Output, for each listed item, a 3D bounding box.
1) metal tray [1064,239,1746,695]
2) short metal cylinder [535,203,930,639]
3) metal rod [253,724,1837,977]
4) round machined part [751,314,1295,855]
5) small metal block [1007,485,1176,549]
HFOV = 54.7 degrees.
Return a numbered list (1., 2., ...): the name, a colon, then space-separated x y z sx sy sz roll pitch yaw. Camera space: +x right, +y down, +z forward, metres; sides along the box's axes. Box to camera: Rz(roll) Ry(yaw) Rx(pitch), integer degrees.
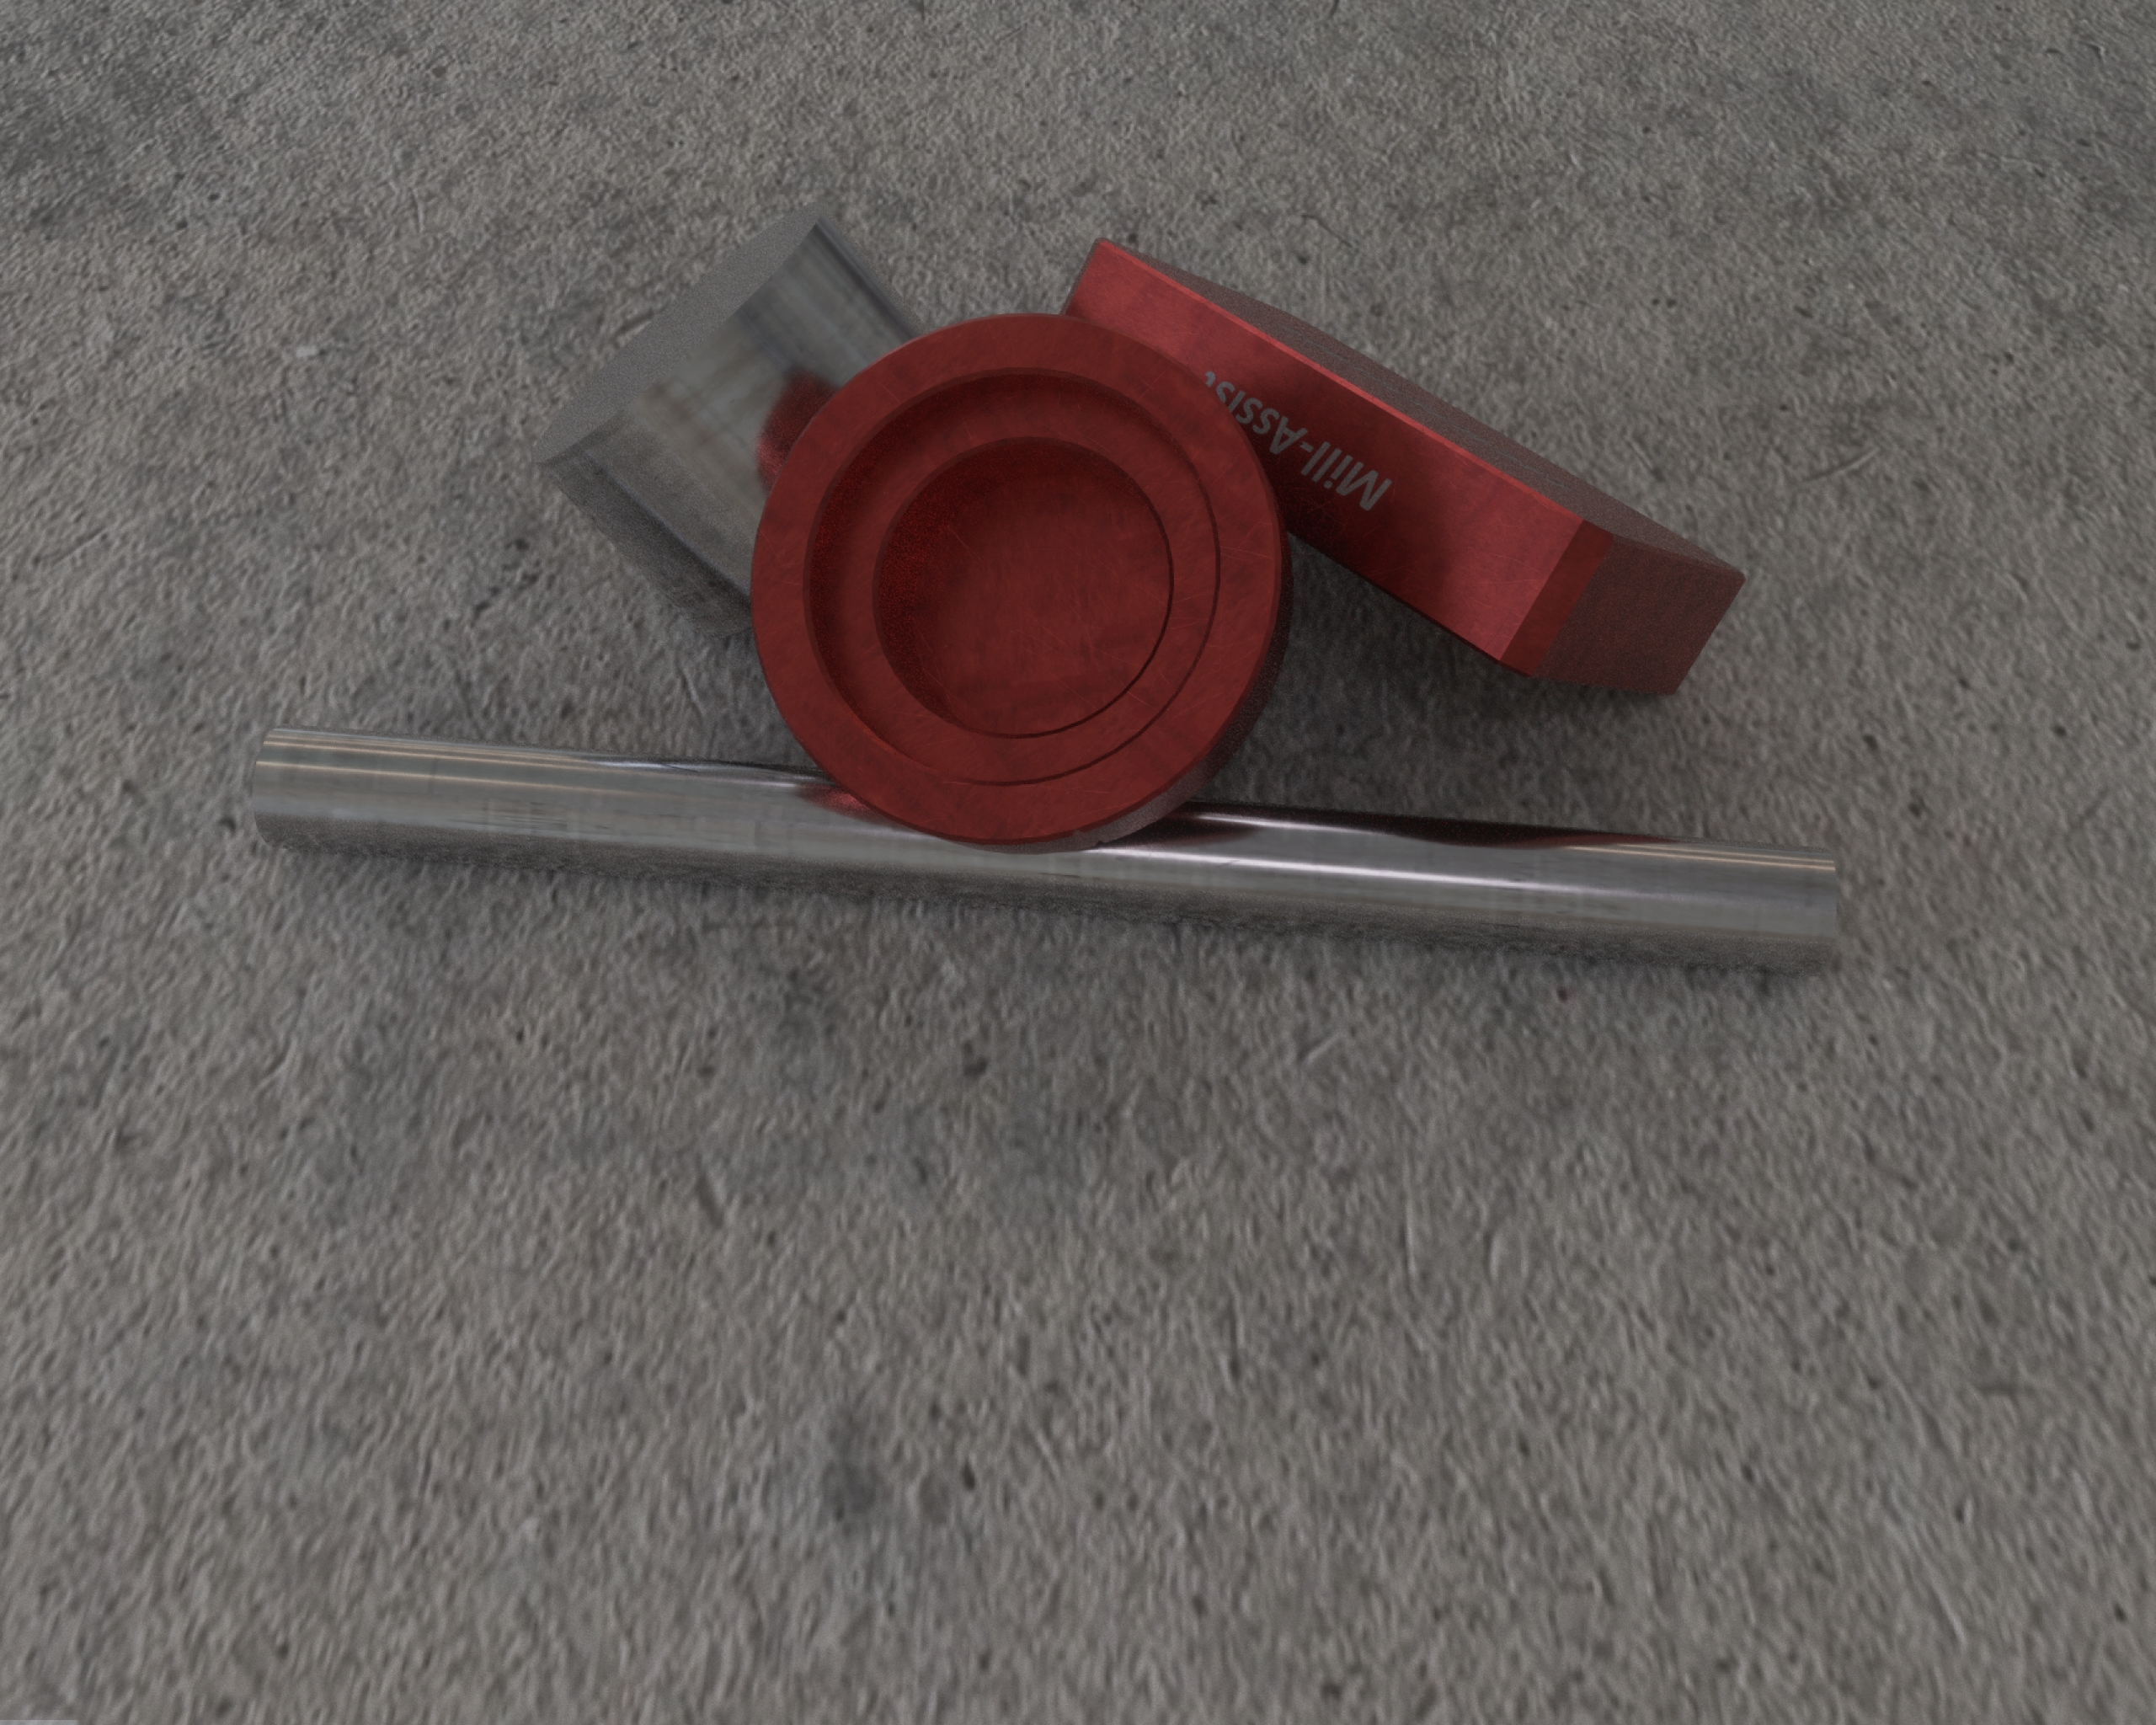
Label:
1. metal tray: 0.066 -0.082 0.438 0.130 0.030 0.091 38 21 27
2. short metal cylinder: -0.068 -0.093 0.441 0.080 0.050 0.080 -33 26 19
3. metal rod: -0.009 -0.003 0.407 0.302 0.025 0.025 5 50 4
4. round machined part: -0.008 -0.050 0.395 0.098 0.042 0.097 -1 85 12
5. small metal block: -0.001 -0.066 0.442 0.050 0.050 0.025 19 53 15
